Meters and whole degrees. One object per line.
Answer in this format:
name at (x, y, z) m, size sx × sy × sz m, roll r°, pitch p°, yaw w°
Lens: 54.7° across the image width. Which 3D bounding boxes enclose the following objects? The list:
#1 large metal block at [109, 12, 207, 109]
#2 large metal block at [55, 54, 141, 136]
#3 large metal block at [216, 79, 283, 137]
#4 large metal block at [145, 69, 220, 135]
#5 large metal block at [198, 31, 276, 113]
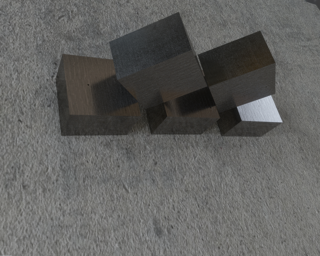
large metal block at (0.001, -0.071, 0.351) m, size 0.080 × 0.080 × 0.050 m, roll 45°, pitch 27°, yaw -63°
large metal block at (-0.077, -0.037, 0.372) m, size 0.081 × 0.050 × 0.080 m, roll 0°, pitch 62°, yaw -29°
large metal block at (0.130, -0.033, 0.482) m, size 0.081 × 0.050 × 0.080 m, roll 1°, pitch 61°, yaw -28°
large metal block at (0.025, -0.037, 0.427) m, size 0.081 × 0.050 × 0.080 m, roll 1°, pitch 62°, yaw -28°
large metal block at (0.103, -0.070, 0.409) m, size 0.080 × 0.080 × 0.050 m, roll -19°, pitch 64°, yaw 12°
